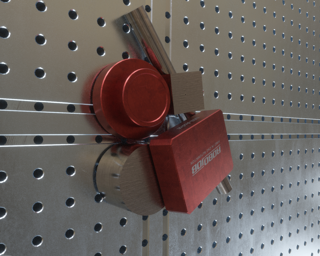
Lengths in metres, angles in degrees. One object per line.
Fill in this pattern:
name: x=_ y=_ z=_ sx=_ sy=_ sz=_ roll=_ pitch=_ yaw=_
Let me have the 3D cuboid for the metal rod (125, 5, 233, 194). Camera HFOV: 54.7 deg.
metal rod: x=0.036 y=-0.024 z=0.435 sx=0.025 sy=0.025 sz=0.299 roll=-44 pitch=117 yaw=-31

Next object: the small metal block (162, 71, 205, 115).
small metal block: x=0.028 y=-0.046 z=0.398 sx=0.050 sy=0.025 sz=0.050 roll=-12 pitch=101 yaw=-34

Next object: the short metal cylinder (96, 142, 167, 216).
short metal cylinder: x=-0.027 y=0.058 z=0.365 sx=0.081 sy=0.050 sz=0.079 roll=0 pitch=90 yaw=-40

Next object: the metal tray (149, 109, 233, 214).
metal tray: x=0.046 y=0.036 z=0.390 sx=0.131 sy=0.030 sz=0.089 roll=-28 pitch=109 yaw=-50

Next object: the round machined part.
round machined part: x=-0.026 y=-0.035 z=0.370 sx=0.099 sy=0.042 sz=0.097 roll=0 pitch=90 yaw=-39
